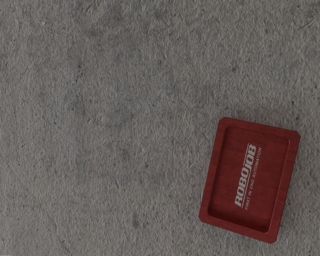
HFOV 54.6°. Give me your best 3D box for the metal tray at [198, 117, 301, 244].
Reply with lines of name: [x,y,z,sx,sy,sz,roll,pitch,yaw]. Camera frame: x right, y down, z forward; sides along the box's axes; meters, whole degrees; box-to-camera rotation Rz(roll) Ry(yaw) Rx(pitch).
metal tray: [0.105,0.058,0.369,0.090,0.030,0.129,13,94,19]
